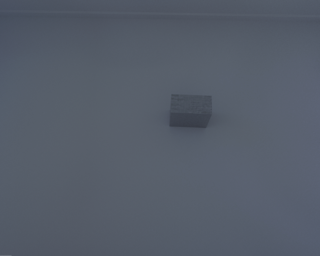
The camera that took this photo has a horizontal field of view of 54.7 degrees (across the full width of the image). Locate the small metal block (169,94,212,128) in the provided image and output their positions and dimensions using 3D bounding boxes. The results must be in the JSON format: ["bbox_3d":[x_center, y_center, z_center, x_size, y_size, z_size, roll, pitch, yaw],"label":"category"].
[{"bbox_3d":[0.039,-0.021,0.405,0.050,0.050,0.025,2,70,0],"label":"small metal block"}]
